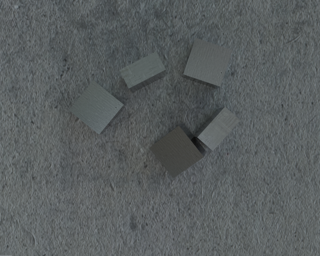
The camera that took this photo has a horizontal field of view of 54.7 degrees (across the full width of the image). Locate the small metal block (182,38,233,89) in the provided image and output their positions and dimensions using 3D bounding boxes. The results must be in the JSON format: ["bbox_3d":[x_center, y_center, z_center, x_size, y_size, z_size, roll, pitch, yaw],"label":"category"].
[{"bbox_3d":[0.062,-0.085,0.410,0.050,0.025,0.050,19,90,0],"label":"small metal block"}]

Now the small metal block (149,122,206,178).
[{"bbox_3d":[0.023,0.028,0.403,0.050,0.025,0.050,-38,90,18],"label":"small metal block"}]

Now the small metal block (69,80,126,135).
[{"bbox_3d":[-0.082,-0.027,0.409,0.050,0.025,0.050,39,90,0],"label":"small metal block"}]

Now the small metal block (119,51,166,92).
[{"bbox_3d":[-0.021,-0.070,0.397,0.050,0.050,0.025,-27,90,0],"label":"small metal block"}]

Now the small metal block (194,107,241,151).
[{"bbox_3d":[0.071,0.001,0.398,0.025,0.050,0.050,42,90,0],"label":"small metal block"}]
